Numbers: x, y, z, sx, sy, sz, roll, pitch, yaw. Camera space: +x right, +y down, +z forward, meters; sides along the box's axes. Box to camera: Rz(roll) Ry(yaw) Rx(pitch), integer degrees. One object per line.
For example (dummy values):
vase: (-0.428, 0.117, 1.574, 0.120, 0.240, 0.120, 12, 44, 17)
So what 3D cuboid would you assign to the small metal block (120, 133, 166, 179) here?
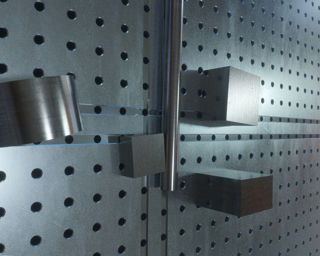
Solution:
small metal block: (-0.021, 0.033, 0.393, 0.050, 0.025, 0.050, -6, 94, -40)

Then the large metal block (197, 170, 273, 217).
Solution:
large metal block: (0.113, 0.095, 0.471, 0.081, 0.080, 0.050, 1, 89, -40)

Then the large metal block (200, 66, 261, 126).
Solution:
large metal block: (0.113, -0.047, 0.490, 0.081, 0.050, 0.080, 7, 86, -40)

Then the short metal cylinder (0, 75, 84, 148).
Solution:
short metal cylinder: (-0.114, -0.016, 0.279, 0.081, 0.080, 0.050, -16, 100, -39)

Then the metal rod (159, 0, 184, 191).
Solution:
metal rod: (0.016, -0.066, 0.424, 0.025, 0.025, 0.298, 3, 88, -40)
